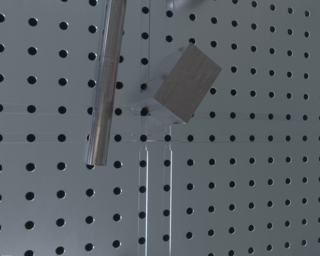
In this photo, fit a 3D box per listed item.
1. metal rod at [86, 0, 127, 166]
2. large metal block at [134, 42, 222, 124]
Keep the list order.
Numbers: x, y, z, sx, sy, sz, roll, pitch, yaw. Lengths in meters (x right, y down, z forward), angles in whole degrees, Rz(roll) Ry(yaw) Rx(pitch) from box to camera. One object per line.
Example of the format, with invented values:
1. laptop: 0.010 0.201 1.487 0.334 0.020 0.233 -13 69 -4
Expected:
1. metal rod: -0.062 -0.103 0.389 0.025 0.025 0.298 8 87 -20
2. large metal block: 0.019 -0.052 0.391 0.050 0.080 0.080 37 78 -17
